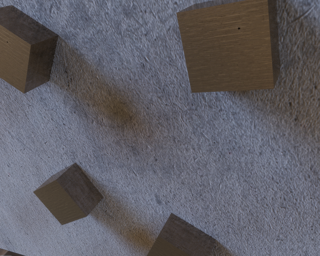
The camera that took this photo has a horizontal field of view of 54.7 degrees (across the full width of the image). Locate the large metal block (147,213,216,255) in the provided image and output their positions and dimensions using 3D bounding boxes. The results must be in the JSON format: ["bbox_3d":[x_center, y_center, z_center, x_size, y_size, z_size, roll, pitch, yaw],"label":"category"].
[{"bbox_3d":[0.031,0.196,0.496,0.080,0.050,0.079,29,128,9],"label":"large metal block"}]

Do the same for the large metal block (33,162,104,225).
[{"bbox_3d":[-0.162,0.118,0.550,0.080,0.050,0.080,-28,103,37],"label":"large metal block"}]

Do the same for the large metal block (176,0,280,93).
[{"bbox_3d":[0.070,-0.083,0.303,0.080,0.050,0.080,0,119,28],"label":"large metal block"}]

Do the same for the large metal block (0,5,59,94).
[{"bbox_3d":[-0.196,-0.108,0.427,0.080,0.050,0.079,34,129,6],"label":"large metal block"}]
